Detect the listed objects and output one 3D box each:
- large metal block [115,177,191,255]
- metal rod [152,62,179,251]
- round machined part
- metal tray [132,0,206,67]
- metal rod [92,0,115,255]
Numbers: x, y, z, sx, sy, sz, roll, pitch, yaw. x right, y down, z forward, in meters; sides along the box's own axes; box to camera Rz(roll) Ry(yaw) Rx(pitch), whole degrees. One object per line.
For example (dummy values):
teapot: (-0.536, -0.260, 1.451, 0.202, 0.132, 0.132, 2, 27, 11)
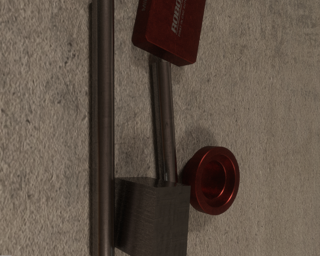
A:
large metal block: (-0.013, 0.102, 0.360, 0.050, 0.080, 0.080, 6, 86, -40)
metal rod: (0.011, 0.063, 0.416, 0.025, 0.025, 0.298, -6, 94, -40)
round machined part: (0.071, 0.075, 0.456, 0.099, 0.042, 0.097, 0, 90, -40)
metal tray: (0.017, -0.159, 0.417, 0.091, 0.030, 0.129, 16, 80, -39)
metal rod: (-0.064, 0.002, 0.352, 0.025, 0.025, 0.298, 0, 90, -40)
